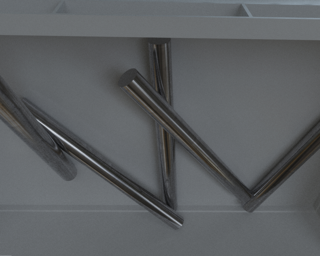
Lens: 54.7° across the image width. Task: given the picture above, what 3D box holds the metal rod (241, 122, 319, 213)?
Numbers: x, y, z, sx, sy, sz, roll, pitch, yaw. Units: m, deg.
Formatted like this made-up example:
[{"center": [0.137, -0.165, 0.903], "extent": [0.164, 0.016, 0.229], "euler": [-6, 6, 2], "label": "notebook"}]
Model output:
[{"center": [0.207, 0.028, 0.435], "extent": [0.025, 0.025, 0.298], "euler": [18, 128, -15], "label": "metal rod"}]

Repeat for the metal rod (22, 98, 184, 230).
[{"center": [-0.074, 0.063, 0.443], "extent": [0.025, 0.025, 0.300], "euler": [-36, 117, 26], "label": "metal rod"}]

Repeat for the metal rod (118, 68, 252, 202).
[{"center": [0.052, 0.029, 0.412], "extent": [0.025, 0.025, 0.300], "euler": [-28, 132, 22], "label": "metal rod"}]

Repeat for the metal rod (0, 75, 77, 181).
[{"center": [-0.138, 0.005, 0.332], "extent": [0.025, 0.025, 0.299], "euler": [0, 155, 0], "label": "metal rod"}]

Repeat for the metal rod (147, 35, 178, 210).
[{"center": [0.008, 0.019, 0.425], "extent": [0.025, 0.025, 0.298], "euler": [-3, 130, 2], "label": "metal rod"}]
